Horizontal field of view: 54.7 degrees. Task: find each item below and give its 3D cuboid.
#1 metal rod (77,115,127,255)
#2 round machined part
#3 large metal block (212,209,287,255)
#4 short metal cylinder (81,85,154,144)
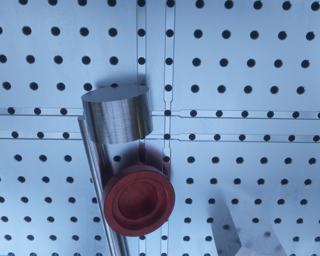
[{"bbox_3d":[-0.076,0.123,0.457,0.025,0.025,0.298,-7,110,2],"label":"metal rod"},{"bbox_3d":[-0.032,0.096,0.429,0.099,0.042,0.097,-6,107,-19],"label":"round machined part"},{"bbox_3d":[0.130,0.176,0.451,0.080,0.080,0.050,25,108,-9],"label":"large metal block"},{"bbox_3d":[-0.050,-0.019,0.376,0.080,0.080,0.050,-6,110,2],"label":"short metal cylinder"}]
